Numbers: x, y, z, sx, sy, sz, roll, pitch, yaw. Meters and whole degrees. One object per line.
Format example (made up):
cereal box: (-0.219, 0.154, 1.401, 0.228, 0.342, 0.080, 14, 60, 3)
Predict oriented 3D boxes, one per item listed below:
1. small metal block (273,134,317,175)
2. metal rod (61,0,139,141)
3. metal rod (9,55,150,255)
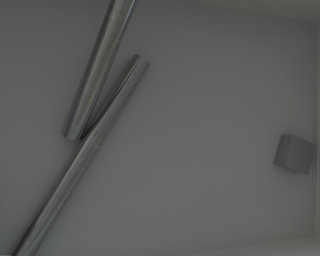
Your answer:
small metal block: (0.214, 0.042, 0.492, 0.050, 0.025, 0.050, 22, 83, -19)
metal rod: (-0.043, -0.113, 0.315, 0.025, 0.025, 0.298, 19, 115, -20)
metal rod: (-0.097, 0.040, 0.375, 0.025, 0.025, 0.300, 33, 79, -18)
